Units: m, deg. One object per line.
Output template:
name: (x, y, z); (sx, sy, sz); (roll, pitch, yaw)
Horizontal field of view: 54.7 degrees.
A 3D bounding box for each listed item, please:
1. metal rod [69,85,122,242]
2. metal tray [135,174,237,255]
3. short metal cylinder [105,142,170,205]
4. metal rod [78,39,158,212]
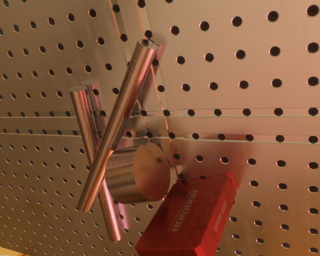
metal rod: (-0.099, 0.074, 0.509); (0.025, 0.025, 0.298); (7, 122, 24)
metal tray: (0.037, 0.115, 0.395); (0.090, 0.131, 0.030); (-16, 110, 34)
short metal cylinder: (-0.029, 0.064, 0.431); (0.050, 0.080, 0.080); (-16, 110, 34)
metal rod: (-0.069, 0.016, 0.437); (0.025, 0.025, 0.298); (31, 122, 8)
